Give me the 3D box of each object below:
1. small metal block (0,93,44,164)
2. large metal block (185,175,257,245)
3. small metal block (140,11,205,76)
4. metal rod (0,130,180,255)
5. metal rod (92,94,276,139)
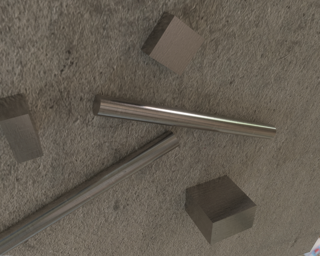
[{"bbox_3d":[-0.141,-0.001,0.314,0.025,0.050,0.050,-18,126,-18],"label":"small metal block"},{"bbox_3d":[0.097,0.131,0.508,0.081,0.080,0.050,-14,125,-21],"label":"large metal block"},{"bbox_3d":[0.015,-0.096,0.357,0.050,0.025,0.050,25,105,-37],"label":"small metal block"},{"bbox_3d":[-0.107,0.091,0.405,0.301,0.025,0.025,-31,129,-9],"label":"metal rod"},{"bbox_3d":[0.055,-0.010,0.432,0.302,0.025,0.025,7,115,-32],"label":"metal rod"}]
